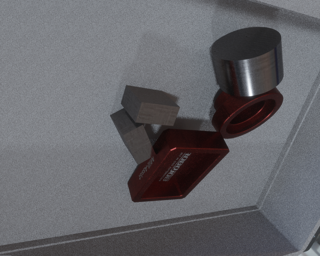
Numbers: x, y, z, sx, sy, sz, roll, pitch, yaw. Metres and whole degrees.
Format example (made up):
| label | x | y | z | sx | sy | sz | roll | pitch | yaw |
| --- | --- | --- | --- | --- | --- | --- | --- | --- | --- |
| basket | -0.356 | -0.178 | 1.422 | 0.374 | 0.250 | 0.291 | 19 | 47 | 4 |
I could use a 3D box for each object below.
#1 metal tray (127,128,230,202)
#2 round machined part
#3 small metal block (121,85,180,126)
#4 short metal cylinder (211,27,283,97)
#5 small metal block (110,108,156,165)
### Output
| label | x | y | z | sx | sy | sz | roll | pitch | yaw |
| --- | --- | --- | --- | --- | --- | --- | --- | --- | --- |
| metal tray | 0.021 | 0.055 | 0.422 | 0.091 | 0.030 | 0.129 | 4 | 138 | -31 |
| round machined part | 0.115 | -0.030 | 0.428 | 0.099 | 0.042 | 0.098 | -21 | 152 | -12 |
| small metal block | -0.012 | -0.027 | 0.370 | 0.050 | 0.050 | 0.025 | 5 | 116 | -31 |
| short metal cylinder | 0.109 | -0.083 | 0.383 | 0.080 | 0.080 | 0.050 | -29 | 128 | -10 |
| small metal block | -0.034 | 0.009 | 0.381 | 0.025 | 0.050 | 0.050 | -29 | 129 | -10 |
